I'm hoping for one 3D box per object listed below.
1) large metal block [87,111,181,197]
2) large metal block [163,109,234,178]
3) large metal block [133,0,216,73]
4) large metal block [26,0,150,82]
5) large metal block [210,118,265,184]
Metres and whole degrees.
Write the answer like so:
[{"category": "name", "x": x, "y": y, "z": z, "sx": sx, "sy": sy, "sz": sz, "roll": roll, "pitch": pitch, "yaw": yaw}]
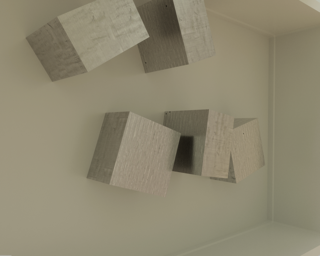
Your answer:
[{"category": "large metal block", "x": -0.029, "y": 0.032, "z": 0.368, "sx": 0.080, "sy": 0.050, "sz": 0.080, "roll": 23, "pitch": 76, "yaw": -38}, {"category": "large metal block", "x": 0.046, "y": 0.021, "z": 0.412, "sx": 0.050, "sy": 0.080, "sz": 0.080, "roll": 13, "pitch": 82, "yaw": -40}, {"category": "large metal block", "x": 0.014, "y": -0.118, "z": 0.384, "sx": 0.050, "sy": 0.080, "sz": 0.080, "roll": -26, "pitch": 107, "yaw": -37}, {"category": "large metal block", "x": -0.073, "y": -0.091, "z": 0.311, "sx": 0.080, "sy": 0.080, "sz": 0.050, "roll": -40, "pitch": 115, "yaw": -33}, {"category": "large metal block", "x": 0.118, "y": 0.033, "z": 0.492, "sx": 0.081, "sy": 0.050, "sz": 0.079, "roll": -20, "pitch": 103, "yaw": -39}]
